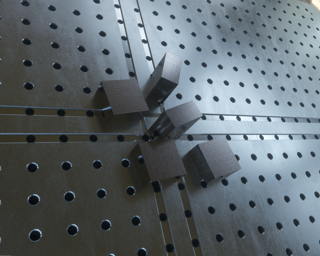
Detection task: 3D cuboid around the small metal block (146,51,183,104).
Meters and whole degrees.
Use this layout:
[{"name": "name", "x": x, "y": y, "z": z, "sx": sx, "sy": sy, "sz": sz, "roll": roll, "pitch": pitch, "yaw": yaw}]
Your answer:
[{"name": "small metal block", "x": 0.006, "y": -0.071, "z": 0.440, "sx": 0.025, "sy": 0.050, "sz": 0.050, "roll": 22, "pitch": 53, "yaw": -16}]

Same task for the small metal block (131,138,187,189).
[{"name": "small metal block", "x": -0.002, "y": 0.043, "z": 0.383, "sx": 0.050, "sy": 0.025, "sz": 0.050, "roll": -7, "pitch": 65, "yaw": -32}]

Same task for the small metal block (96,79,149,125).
[{"name": "small metal block", "x": -0.049, "y": -0.035, "z": 0.404, "sx": 0.050, "sy": 0.025, "sz": 0.050, "roll": -10, "pitch": 67, "yaw": -33}]

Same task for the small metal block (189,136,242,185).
[{"name": "small metal block", "x": 0.075, "y": 0.044, "z": 0.424, "sx": 0.050, "sy": 0.025, "sz": 0.050, "roll": -13, "pitch": 68, "yaw": -34}]

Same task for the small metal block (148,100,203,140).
[{"name": "small metal block", "x": 0.020, "y": -0.007, "z": 0.409, "sx": 0.050, "sy": 0.050, "sz": 0.025, "roll": -23, "pitch": 74, "yaw": -36}]
